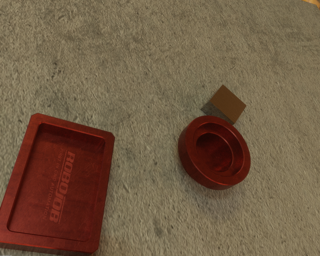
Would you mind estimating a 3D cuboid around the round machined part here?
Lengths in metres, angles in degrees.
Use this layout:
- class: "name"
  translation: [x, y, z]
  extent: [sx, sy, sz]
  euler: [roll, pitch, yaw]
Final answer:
- class: "round machined part"
  translation: [0.067, 0.036, 0.409]
  extent: [0.099, 0.042, 0.098]
  euler: [14, 56, -21]

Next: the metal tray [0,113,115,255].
- class: "metal tray"
  translation: [-0.101, 0.056, 0.313]
  extent: [0.091, 0.030, 0.130]
  euler: [16, 55, -19]

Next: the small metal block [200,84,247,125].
- class: "small metal block"
  translation: [0.099, -0.032, 0.479]
  extent: [0.050, 0.025, 0.050]
  euler: [42, 51, 0]
